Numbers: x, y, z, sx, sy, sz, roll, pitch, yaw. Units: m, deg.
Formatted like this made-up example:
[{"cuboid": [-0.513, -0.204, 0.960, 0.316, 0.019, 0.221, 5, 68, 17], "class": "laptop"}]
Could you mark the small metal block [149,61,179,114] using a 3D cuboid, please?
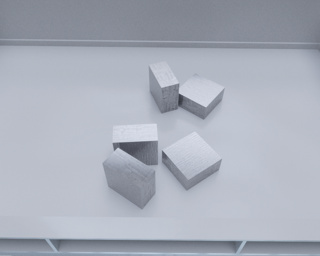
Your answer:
[{"cuboid": [0.005, -0.057, 0.437, 0.025, 0.050, 0.050, -16, 52, -13], "class": "small metal block"}]

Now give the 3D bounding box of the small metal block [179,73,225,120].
[{"cuboid": [0.057, -0.046, 0.445, 0.050, 0.025, 0.050, 31, 56, 22], "class": "small metal block"}]

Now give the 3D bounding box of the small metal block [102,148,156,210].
[{"cuboid": [-0.033, 0.056, 0.341, 0.050, 0.050, 0.025, 29, 56, 21], "class": "small metal block"}]

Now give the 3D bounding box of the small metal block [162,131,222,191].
[{"cuboid": [0.037, 0.039, 0.373, 0.050, 0.025, 0.050, -28, 56, -22], "class": "small metal block"}]

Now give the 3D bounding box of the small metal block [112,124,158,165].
[{"cuboid": [-0.028, 0.021, 0.370, 0.050, 0.050, 0.025, -3, 50, -3], "class": "small metal block"}]
